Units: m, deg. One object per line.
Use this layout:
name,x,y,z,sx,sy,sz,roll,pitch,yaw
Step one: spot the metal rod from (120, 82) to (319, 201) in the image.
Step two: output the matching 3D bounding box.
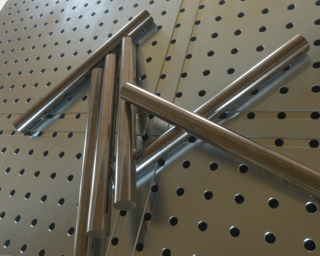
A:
metal rod,0.071,0.012,0.340,0.300,0.025,0.025,28,77,30

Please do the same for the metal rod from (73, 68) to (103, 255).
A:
metal rod,-0.096,0.034,0.438,0.025,0.025,0.300,-16,55,19

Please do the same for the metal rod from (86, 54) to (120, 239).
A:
metal rod,-0.073,-0.001,0.426,0.025,0.025,0.300,-19,47,17

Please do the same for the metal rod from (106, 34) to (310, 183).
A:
metal rod,0.054,-0.015,0.389,0.300,0.025,0.025,-37,51,3

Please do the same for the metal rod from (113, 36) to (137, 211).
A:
metal rod,-0.046,-0.031,0.431,0.025,0.025,0.300,-19,48,17

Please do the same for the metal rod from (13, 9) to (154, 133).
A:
metal rod,-0.133,-0.099,0.539,0.300,0.025,0.025,-41,51,0
